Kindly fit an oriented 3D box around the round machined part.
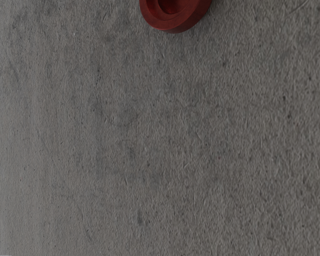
[{"bbox_3d":[0.024,-0.163,0.374,0.098,0.042,0.097,0,90,40],"label":"round machined part"}]
